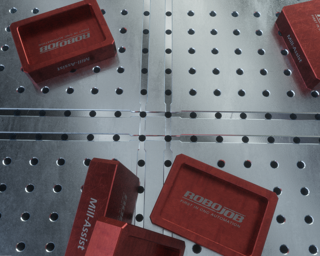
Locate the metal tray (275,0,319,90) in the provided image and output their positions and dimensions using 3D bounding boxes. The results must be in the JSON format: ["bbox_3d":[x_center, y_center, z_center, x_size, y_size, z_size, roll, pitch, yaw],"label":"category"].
[{"bbox_3d":[0.241,-0.128,0.459,0.091,0.030,0.130,-14,71,-6],"label":"metal tray"}]

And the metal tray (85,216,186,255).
[{"bbox_3d":[-0.024,0.146,0.303,0.030,0.130,0.090,4,67,33],"label":"metal tray"}]

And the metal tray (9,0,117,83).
[{"bbox_3d":[-0.140,-0.130,0.454,0.131,0.030,0.090,-22,72,-8],"label":"metal tray"}]

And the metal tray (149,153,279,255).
[{"bbox_3d":[0.064,0.097,0.374,0.130,0.030,0.090,23,71,7],"label":"metal tray"}]

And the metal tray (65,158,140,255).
[{"bbox_3d":[-0.060,0.107,0.335,0.030,0.090,0.130,6,70,14],"label":"metal tray"}]
